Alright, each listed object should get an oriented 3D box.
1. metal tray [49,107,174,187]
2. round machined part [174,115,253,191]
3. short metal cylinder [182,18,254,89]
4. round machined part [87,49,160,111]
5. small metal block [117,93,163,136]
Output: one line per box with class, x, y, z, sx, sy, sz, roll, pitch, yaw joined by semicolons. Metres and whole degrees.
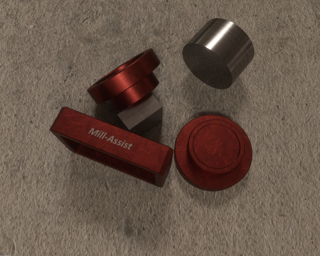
metal tray;-0.052;0.026;0.363;0.131;0.090;0.030;21;72;7
round machined part;0.067;0.028;0.390;0.099;0.042;0.098;0;70;-1
short metal cylinder;0.077;-0.098;0.416;0.080;0.080;0.050;37;74;12
round machined part;-0.041;-0.058;0.399;0.098;0.098;0.042;-37;107;-13
small metal block;-0.024;-0.013;0.399;0.050;0.050;0.025;-36;74;-12
